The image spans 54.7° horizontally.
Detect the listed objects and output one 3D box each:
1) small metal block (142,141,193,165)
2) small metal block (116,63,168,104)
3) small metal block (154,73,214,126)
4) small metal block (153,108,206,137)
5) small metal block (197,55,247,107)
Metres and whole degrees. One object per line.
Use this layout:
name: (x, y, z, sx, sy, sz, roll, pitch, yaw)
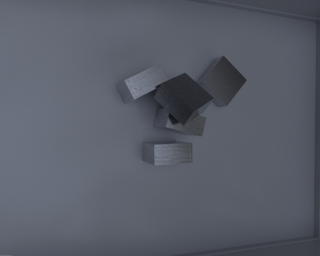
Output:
small metal block: (0.008, 0.031, 0.400, 0.050, 0.050, 0.025, -1, 91, -20)
small metal block: (-0.023, -0.055, 0.388, 0.050, 0.050, 0.025, -29, 98, -18)
small metal block: (0.030, -0.036, 0.378, 0.050, 0.025, 0.050, 44, 42, 13)
small metal block: (0.024, -0.008, 0.406, 0.050, 0.050, 0.025, 14, 86, -20)
small metal block: (0.087, -0.066, 0.442, 0.050, 0.025, 0.050, 42, 77, -15)
